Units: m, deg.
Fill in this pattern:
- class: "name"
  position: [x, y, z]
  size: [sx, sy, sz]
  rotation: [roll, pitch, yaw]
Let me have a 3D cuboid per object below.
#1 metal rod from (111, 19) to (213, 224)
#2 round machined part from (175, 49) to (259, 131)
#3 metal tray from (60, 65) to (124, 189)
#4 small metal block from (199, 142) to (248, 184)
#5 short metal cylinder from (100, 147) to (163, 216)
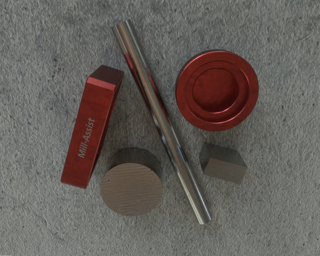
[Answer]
- class: "metal rod"
  position: [0.010, 0.006, 0.414]
  size: [0.025, 0.025, 0.299]
  rotation: [-21, 109, 7]
- class: "round machined part"
  position: [0.067, -0.048, 0.385]
  size: [0.099, 0.042, 0.097]
  rotation: [0, 110, -1]
- class: "metal tray"
  position: [-0.080, -0.004, 0.374]
  size: [0.030, 0.090, 0.129]
  rotation: [17, 109, -7]
- class: "small metal block"
  position: [0.082, 0.046, 0.413]
  size: [0.050, 0.050, 0.025]
  rotation: [16, 109, -6]
- class: "short metal cylinder"
  position: [-0.037, 0.072, 0.424]
  size: [0.081, 0.050, 0.079]
  rotation: [0, 110, -1]
